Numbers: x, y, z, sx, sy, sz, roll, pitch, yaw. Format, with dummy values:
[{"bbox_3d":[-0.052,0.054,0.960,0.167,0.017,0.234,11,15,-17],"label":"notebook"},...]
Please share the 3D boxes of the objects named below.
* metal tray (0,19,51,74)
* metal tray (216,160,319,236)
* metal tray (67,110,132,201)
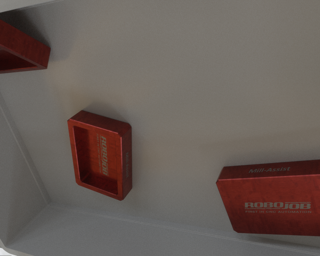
[{"bbox_3d":[-0.229,-0.106,0.420,0.130,0.090,0.030,1,78,27],"label":"metal tray"},{"bbox_3d":[0.146,0.088,0.383,0.130,0.030,0.090,-9,114,32],"label":"metal tray"},{"bbox_3d":[-0.090,0.044,0.477,0.090,0.030,0.129,15,125,19],"label":"metal tray"}]
